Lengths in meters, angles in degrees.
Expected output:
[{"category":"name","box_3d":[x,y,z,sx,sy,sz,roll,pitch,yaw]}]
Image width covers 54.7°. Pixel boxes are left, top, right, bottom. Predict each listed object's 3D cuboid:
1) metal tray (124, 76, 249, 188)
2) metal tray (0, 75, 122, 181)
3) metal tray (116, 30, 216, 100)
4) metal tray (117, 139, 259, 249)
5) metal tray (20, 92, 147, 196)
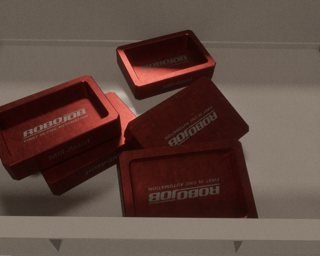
[{"category":"metal tray","box_3d":[0.034,0.004,0.377,0.131,0.030,0.090,-34,82,-25]},{"category":"metal tray","box_3d":[-0.123,-0.006,0.365,0.131,0.030,0.090,-25,55,-20]},{"category":"metal tray","box_3d":[0.008,-0.101,0.481,0.131,0.030,0.090,-18,58,-15]},{"category":"metal tray","box_3d":[0.026,0.064,0.316,0.131,0.030,0.090,-5,75,-14]},{"category":"metal tray","box_3d":[-0.092,0.014,0.389,0.131,0.030,0.090,-28,56,-22]}]
